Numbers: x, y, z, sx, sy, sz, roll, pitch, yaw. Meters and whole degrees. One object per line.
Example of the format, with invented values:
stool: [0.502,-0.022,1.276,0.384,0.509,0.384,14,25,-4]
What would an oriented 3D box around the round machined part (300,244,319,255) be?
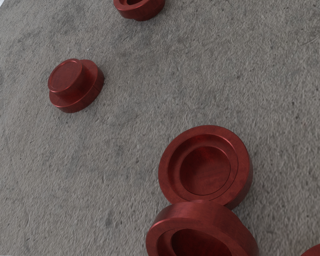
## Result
round machined part: [0.147,0.138,0.231,0.098,0.042,0.098,-13,56,21]

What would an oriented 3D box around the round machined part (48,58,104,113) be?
round machined part: [-0.146,-0.077,0.517,0.098,0.042,0.098,-13,56,21]

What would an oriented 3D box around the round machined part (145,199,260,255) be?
round machined part: [0.040,0.105,0.283,0.098,0.097,0.042,-3,27,27]

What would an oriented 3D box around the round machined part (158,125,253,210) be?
round machined part: [0.051,0.049,0.336,0.098,0.042,0.098,-13,56,21]

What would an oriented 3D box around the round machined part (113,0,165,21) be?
round machined part: [-0.030,-0.229,0.550,0.098,0.042,0.098,-13,56,21]
